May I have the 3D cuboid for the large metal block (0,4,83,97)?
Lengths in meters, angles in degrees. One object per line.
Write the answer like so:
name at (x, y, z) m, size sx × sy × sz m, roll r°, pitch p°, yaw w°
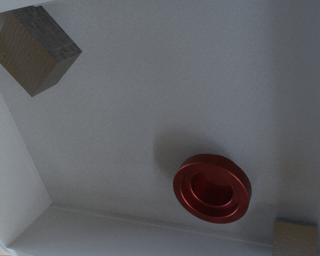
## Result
large metal block at (-0.166, -0.102, 0.415) m, size 0.080 × 0.050 × 0.080 m, roll 49°, pitch 128°, yaw -7°

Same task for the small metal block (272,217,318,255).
small metal block at (0.171, 0.145, 0.393) m, size 0.050 × 0.025 × 0.050 m, roll 3°, pitch 87°, yaw 26°

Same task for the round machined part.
round machined part at (0.070, 0.074, 0.406) m, size 0.098 × 0.042 × 0.097 m, roll 13°, pitch 124°, yaw 20°
